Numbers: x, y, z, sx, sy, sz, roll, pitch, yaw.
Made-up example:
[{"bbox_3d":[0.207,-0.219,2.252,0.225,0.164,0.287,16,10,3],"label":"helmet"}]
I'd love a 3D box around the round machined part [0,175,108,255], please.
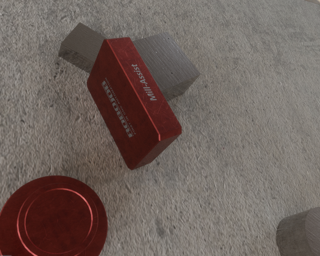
[{"bbox_3d":[-0.096,0.090,0.286,0.099,0.042,0.098,14,56,-21],"label":"round machined part"}]

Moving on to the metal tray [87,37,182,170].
[{"bbox_3d":[-0.036,-0.027,0.359,0.030,0.090,0.130,-18,72,-35],"label":"metal tray"}]

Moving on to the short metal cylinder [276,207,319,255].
[{"bbox_3d":[0.202,0.150,0.405,0.081,0.050,0.080,14,56,-21],"label":"short metal cylinder"}]

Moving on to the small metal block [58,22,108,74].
[{"bbox_3d":[-0.099,-0.106,0.415,0.050,0.025,0.050,30,52,-10],"label":"small metal block"}]

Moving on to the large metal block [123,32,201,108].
[{"bbox_3d":[-0.005,-0.080,0.434,0.081,0.050,0.080,-28,78,-37],"label":"large metal block"}]
